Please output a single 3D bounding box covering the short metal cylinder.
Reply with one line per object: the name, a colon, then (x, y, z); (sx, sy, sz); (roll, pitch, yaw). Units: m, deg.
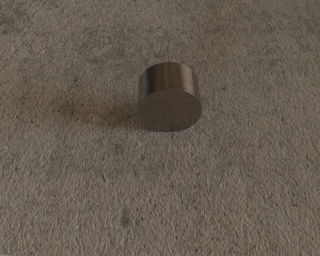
short metal cylinder: (0.012, -0.038, 0.402); (0.081, 0.080, 0.050); (-1, 50, -1)
